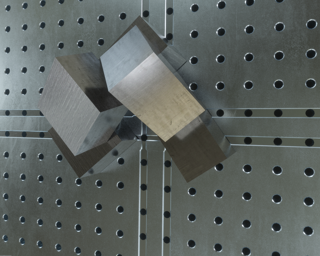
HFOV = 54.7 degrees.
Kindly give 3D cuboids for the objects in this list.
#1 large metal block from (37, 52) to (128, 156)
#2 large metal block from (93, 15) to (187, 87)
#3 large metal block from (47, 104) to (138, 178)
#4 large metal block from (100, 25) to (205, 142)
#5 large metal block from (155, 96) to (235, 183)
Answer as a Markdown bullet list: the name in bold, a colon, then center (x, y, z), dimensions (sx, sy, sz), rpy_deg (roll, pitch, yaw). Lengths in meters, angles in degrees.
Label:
- **large metal block**: center (-0.089, -0.028, 0.360), dimensions (0.080, 0.050, 0.080), rpy_deg (49, 130, 13)
- **large metal block**: center (-0.022, -0.082, 0.389), dimensions (0.080, 0.080, 0.050), rpy_deg (-43, 77, 15)
- **large metal block**: center (-0.093, 0.010, 0.430), dimensions (0.080, 0.050, 0.080), rpy_deg (-41, 78, 15)
- **large metal block**: center (-0.010, -0.046, 0.311), dimensions (0.050, 0.080, 0.080), rpy_deg (-39, 35, 11)
- **large metal block**: center (0.041, 0.011, 0.367), dimensions (0.050, 0.080, 0.080), rpy_deg (-35, 79, 16)
